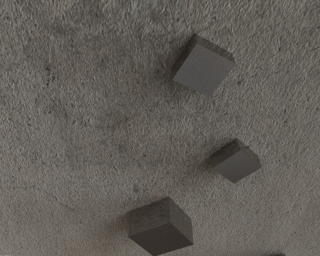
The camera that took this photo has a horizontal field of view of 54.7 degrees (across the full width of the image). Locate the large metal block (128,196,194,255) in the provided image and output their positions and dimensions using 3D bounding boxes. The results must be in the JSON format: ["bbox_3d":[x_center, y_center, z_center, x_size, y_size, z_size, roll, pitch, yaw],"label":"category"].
[{"bbox_3d":[0.002,0.173,0.538,0.080,0.050,0.080,-25,126,19],"label":"large metal block"}]

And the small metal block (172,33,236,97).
[{"bbox_3d":[0.048,-0.069,0.349,0.050,0.025,0.050,23,126,-19],"label":"small metal block"}]

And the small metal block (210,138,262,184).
[{"bbox_3d":[0.110,0.049,0.451,0.050,0.025,0.050,36,121,-27],"label":"small metal block"}]

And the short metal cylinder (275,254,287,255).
[{"bbox_3d":[0.247,0.306,0.636,0.050,0.080,0.080,-21,127,16],"label":"short metal cylinder"}]
